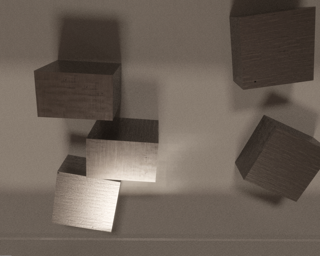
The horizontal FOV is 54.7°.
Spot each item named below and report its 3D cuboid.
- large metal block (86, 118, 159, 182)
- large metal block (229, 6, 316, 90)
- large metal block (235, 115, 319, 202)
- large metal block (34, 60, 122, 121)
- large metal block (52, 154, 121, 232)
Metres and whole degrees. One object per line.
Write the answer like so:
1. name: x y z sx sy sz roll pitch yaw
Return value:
1. large metal block: -0.044 0.024 0.390 0.081 0.080 0.050 4 110 -2
2. large metal block: 0.130 -0.095 0.365 0.080 0.050 0.079 -8 110 2
3. large metal block: 0.161 0.040 0.415 0.080 0.050 0.079 23 108 -9
4. large metal block: -0.090 -0.047 0.363 0.081 0.080 0.050 3 110 -2
5. large metal block: -0.098 0.090 0.430 0.081 0.050 0.079 11 110 -5
